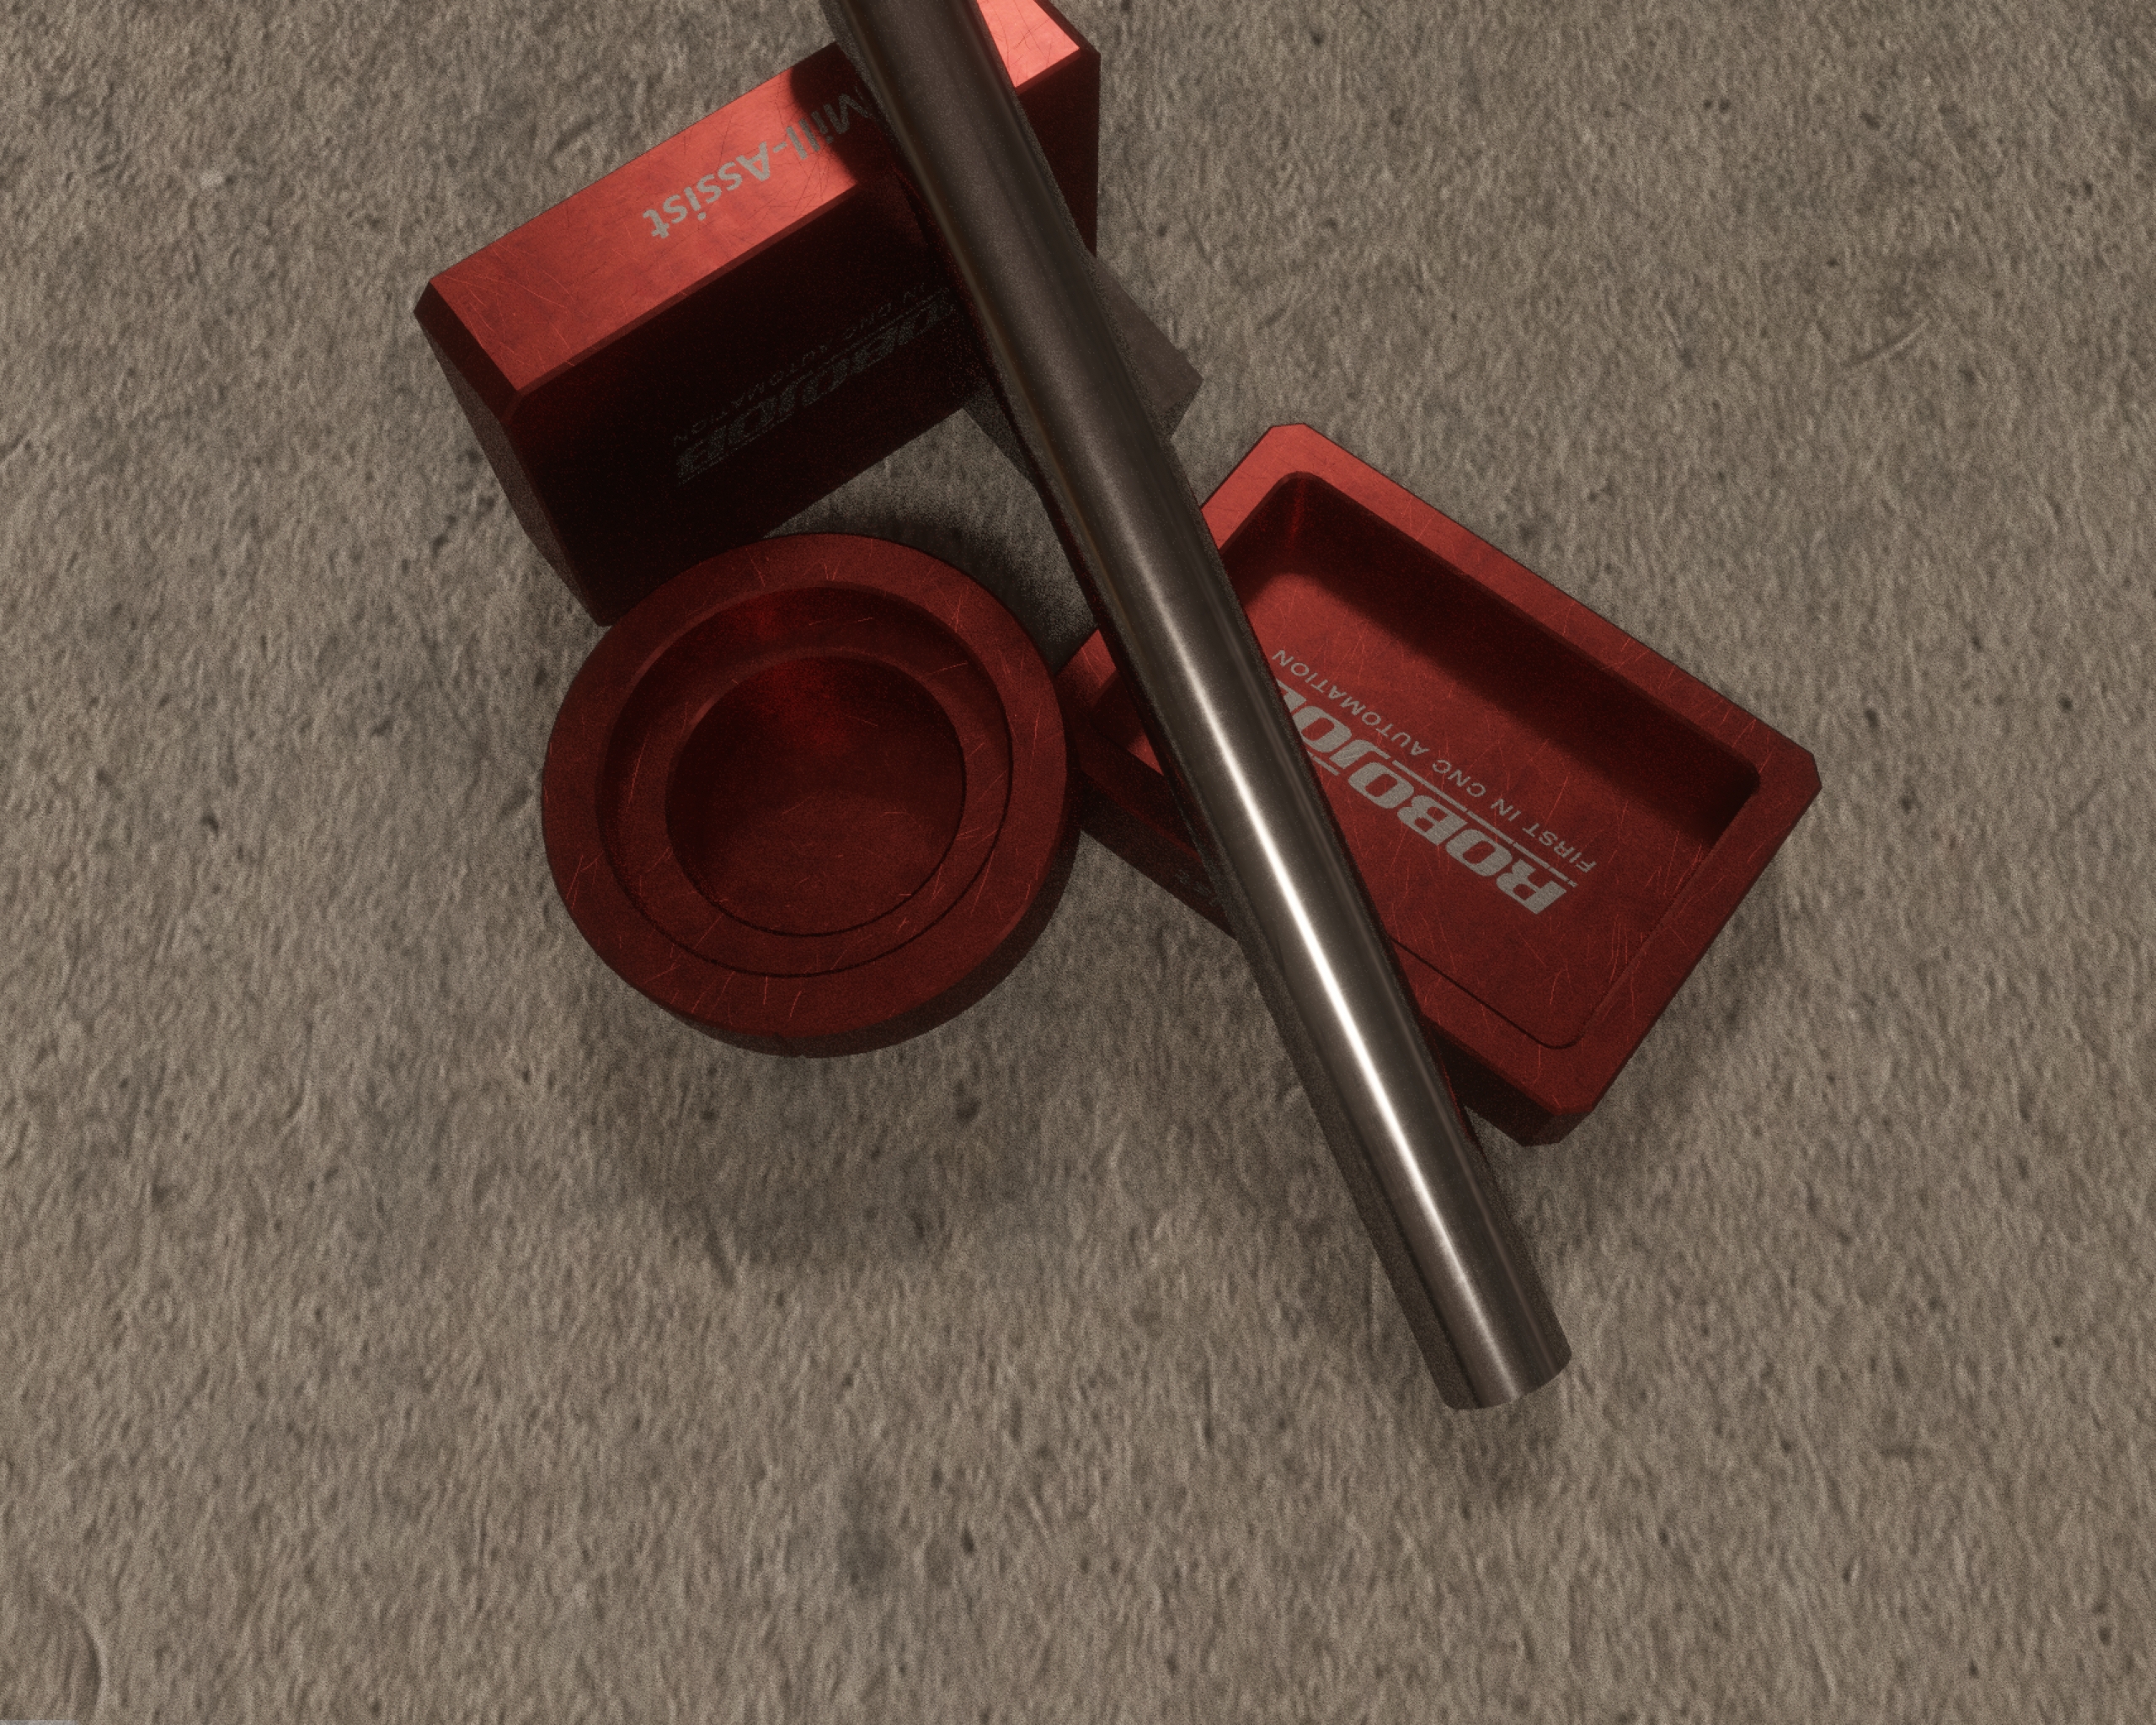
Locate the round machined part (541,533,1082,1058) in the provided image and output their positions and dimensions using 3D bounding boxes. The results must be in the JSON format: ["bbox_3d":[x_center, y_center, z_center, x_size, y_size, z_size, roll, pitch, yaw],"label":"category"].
[{"bbox_3d":[-0.048,-0.010,0.400,0.099,0.042,0.098,-2,73,5],"label":"round machined part"}]

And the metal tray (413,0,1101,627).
[{"bbox_3d":[-0.056,-0.110,0.414,0.131,0.090,0.030,-36,74,-12],"label":"metal tray"}]

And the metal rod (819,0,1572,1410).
[{"bbox_3d":[0.017,-0.043,0.369,0.025,0.025,0.299,-25,94,-9],"label":"metal rod"}]

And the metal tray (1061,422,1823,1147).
[{"bbox_3d":[0.066,-0.017,0.414,0.130,0.030,0.090,36,74,12],"label":"metal tray"}]

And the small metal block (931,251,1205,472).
[{"bbox_3d":[-0.005,-0.101,0.428,0.025,0.050,0.050,-42,90,-11],"label":"small metal block"}]
